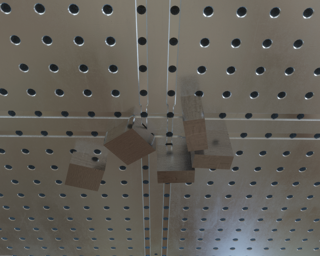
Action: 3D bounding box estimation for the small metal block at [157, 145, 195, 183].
[{"bbox_3d":[0.022,0.050,0.438,0.050,0.050,0.025,-1,130,1],"label":"small metal block"}]

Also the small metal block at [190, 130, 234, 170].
[{"bbox_3d":[0.068,0.028,0.419,0.050,0.050,0.025,3,130,-3],"label":"small metal block"}]

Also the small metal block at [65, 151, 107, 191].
[{"bbox_3d":[-0.112,0.066,0.466,0.050,0.025,0.050,15,129,-13],"label":"small metal block"}]

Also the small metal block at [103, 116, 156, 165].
[{"bbox_3d":[-0.041,0.019,0.427,0.050,0.025,0.050,-29,124,22],"label":"small metal block"}]

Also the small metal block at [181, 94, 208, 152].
[{"bbox_3d":[0.043,-0.007,0.389,0.025,0.050,0.050,-8,130,7],"label":"small metal block"}]
